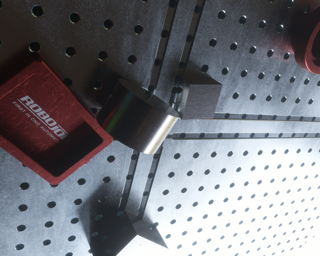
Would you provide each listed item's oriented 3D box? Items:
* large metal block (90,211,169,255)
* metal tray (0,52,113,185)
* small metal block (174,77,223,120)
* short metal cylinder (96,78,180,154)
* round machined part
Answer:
[{"bbox_3d":[-0.048,0.189,0.488,0.080,0.050,0.080,-46,130,3],"label":"large metal block"},{"bbox_3d":[-0.124,-0.005,0.337,0.090,0.030,0.130,-38,130,-3],"label":"metal tray"},{"bbox_3d":[0.050,-0.040,0.416,0.050,0.025,0.050,-3,120,-27],"label":"small metal block"},{"bbox_3d":[-0.025,-0.014,0.355,0.080,0.080,0.050,24,106,-37],"label":"short metal cylinder"},{"bbox_3d":[0.232,-0.131,0.449,0.099,0.042,0.097,-14,125,-21],"label":"round machined part"}]
